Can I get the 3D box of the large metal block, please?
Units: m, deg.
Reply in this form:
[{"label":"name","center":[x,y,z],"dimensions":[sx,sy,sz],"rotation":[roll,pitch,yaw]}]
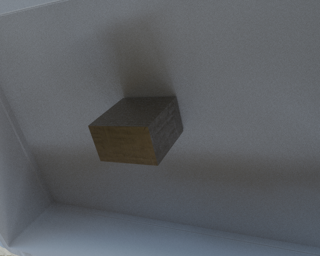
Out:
[{"label":"large metal block","center":[-0.027,0.001,0.385],"dimensions":[0.080,0.080,0.050],"rotation":[1,119,27]}]
